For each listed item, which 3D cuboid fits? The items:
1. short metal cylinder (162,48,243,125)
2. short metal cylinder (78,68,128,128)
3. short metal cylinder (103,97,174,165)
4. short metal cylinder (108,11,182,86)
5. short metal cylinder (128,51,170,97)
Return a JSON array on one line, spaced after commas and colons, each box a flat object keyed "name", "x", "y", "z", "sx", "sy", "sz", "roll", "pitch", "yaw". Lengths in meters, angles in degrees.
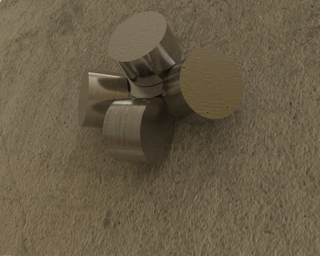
[{"name": "short metal cylinder", "x": 0.049, "y": -0.046, "z": 0.364, "sx": 0.080, "sy": 0.080, "sz": 0.050, "roll": -62, "pitch": 16, "yaw": -16}, {"name": "short metal cylinder", "x": -0.081, "y": -0.039, "z": 0.428, "sx": 0.080, "sy": 0.050, "sz": 0.079, "roll": -174, "pitch": 90, "yaw": -67}, {"name": "short metal cylinder", "x": -0.024, "y": 0.003, "z": 0.378, "sx": 0.050, "sy": 0.080, "sz": 0.080, "roll": 2, "pitch": 63, "yaw": 29}, {"name": "short metal cylinder", "x": -0.018, "y": -0.100, "z": 0.394, "sx": 0.080, "sy": 0.050, "sz": 0.080, "roll": -13, "pitch": 56, "yaw": 20}, {"name": "short metal cylinder", "x": 0.001, "y": -0.060, "z": 0.425, "sx": 0.080, "sy": 0.050, "sz": 0.080, "roll": -13, "pitch": 56, "yaw": 20}]
